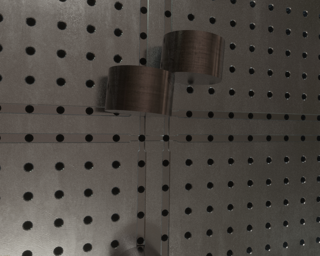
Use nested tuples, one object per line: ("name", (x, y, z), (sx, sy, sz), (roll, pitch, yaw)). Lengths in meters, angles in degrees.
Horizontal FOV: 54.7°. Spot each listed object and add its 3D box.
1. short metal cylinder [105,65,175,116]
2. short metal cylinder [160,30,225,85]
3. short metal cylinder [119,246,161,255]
("short metal cylinder", (-0.024, -0.042, 0.375), (0.081, 0.080, 0.050), (6, 88, -20))
("short metal cylinder", (0.041, -0.088, 0.400), (0.081, 0.080, 0.050), (6, 88, -20))
("short metal cylinder", (-0.021, 0.199, 0.393), (0.081, 0.050, 0.079), (0, 90, -20))
